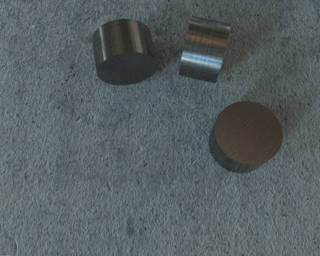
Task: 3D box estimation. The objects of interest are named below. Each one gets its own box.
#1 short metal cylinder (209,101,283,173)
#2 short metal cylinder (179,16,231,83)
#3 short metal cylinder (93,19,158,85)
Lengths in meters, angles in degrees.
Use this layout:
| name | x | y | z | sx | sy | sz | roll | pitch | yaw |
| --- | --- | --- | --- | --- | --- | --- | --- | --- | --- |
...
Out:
| name | x | y | z | sx | sy | sz | roll | pitch | yaw |
| --- | --- | --- | --- | --- | --- | --- | --- | --- | --- |
| short metal cylinder | 0.105 | 0.013 | 0.391 | 0.081 | 0.050 | 0.080 | 0 | 70 | 0 |
| short metal cylinder | 0.060 | -0.105 | 0.417 | 0.050 | 0.080 | 0.080 | 14 | 71 | 5 |
| short metal cylinder | -0.047 | -0.099 | 0.415 | 0.081 | 0.080 | 0.050 | -10 | 71 | -4 |
